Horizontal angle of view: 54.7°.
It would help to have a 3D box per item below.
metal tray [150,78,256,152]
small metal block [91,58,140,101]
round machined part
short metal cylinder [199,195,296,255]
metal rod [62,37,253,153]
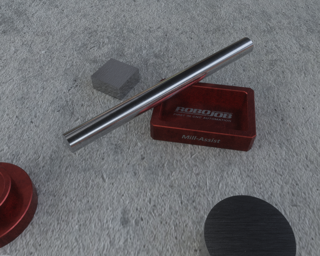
[{"bbox_3d":[0.059,-0.020,0.417,0.131,0.030,0.090,7,50,5],"label":"metal tray"},{"bbox_3d":[-0.066,-0.074,0.465,0.050,0.025,0.050,24,54,18],"label":"small metal block"},{"bbox_3d":[-0.186,0.076,0.326,0.099,0.042,0.098,0,50,0],"label":"round machined part"},{"bbox_3d":[0.079,0.112,0.294,0.081,0.050,0.080,0,50,0],"label":"short metal cylinder"},{"bbox_3d":[0.014,-0.054,0.409,0.302,0.025,0.025,-31,57,-24],"label":"metal rod"}]
